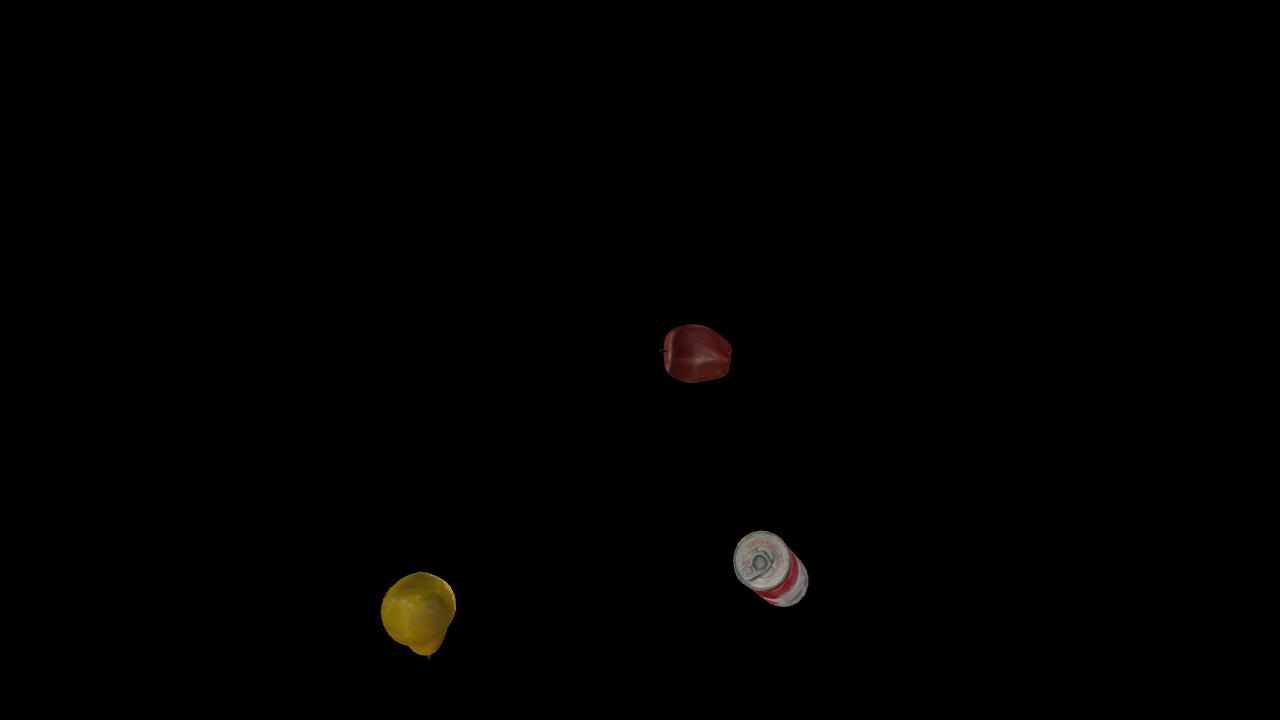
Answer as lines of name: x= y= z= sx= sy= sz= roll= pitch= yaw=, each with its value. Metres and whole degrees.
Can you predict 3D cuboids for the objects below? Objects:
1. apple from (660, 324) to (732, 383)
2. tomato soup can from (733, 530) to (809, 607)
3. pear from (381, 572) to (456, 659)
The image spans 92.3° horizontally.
apple: x=0.072 y=-0.009 z=0.806 sx=0.093 sy=0.079 sz=0.079 roll=6 pitch=0 yaw=-4
tomato soup can: x=0.159 y=0.252 z=0.737 sx=0.068 sy=0.068 sz=0.101 roll=0 pitch=-30 yaw=30
pear: x=-0.239 y=0.295 z=0.679 sx=0.080 sy=0.111 sz=0.080 roll=-8 pitch=16 yaw=2
